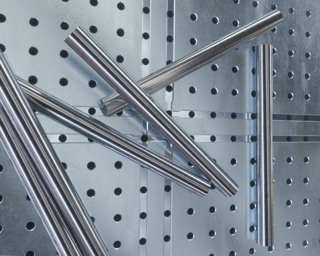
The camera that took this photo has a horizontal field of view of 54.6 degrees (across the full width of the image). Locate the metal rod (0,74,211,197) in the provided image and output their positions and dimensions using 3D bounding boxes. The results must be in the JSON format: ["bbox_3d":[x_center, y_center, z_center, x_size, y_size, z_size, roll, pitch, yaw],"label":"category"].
[{"bbox_3d":[-0.061,0.013,0.389,0.301,0.025,0.025,30,80,-18],"label":"metal rod"}]

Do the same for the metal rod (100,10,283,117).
[{"bbox_3d":[0.056,-0.097,0.432,0.302,0.025,0.025,-30,100,-18],"label":"metal rod"}]

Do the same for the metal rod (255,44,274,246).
[{"bbox_3d":[0.158,0.026,0.470,0.025,0.025,0.298,-1,90,-20],"label":"metal rod"}]

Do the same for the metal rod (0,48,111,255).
[{"bbox_3d":[-0.129,0.033,0.348,0.025,0.025,0.299,-28,106,-18],"label":"metal rod"}]

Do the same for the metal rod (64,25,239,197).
[{"bbox_3d":[0.004,-0.006,0.393,0.300,0.025,0.025,44,76,-23],"label":"metal rod"}]

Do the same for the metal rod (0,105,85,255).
[{"bbox_3d":[-0.123,0.113,0.367,0.025,0.025,0.299,-26,99,-18],"label":"metal rod"}]
